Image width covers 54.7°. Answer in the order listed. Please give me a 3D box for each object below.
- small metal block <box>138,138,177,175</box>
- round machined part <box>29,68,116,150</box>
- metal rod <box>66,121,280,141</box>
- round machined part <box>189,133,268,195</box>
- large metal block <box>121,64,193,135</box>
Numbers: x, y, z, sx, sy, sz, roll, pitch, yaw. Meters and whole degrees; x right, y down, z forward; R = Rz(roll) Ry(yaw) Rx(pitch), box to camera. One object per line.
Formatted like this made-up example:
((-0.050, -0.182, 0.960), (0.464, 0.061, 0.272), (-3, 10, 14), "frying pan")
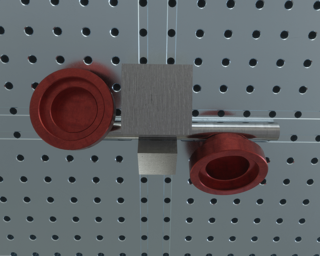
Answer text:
((-0.003, 0.039, 0.417), (0.050, 0.025, 0.050), (1, 139, -1), "small metal block")
((-0.103, -0.021, 0.382), (0.099, 0.042, 0.097), (0, 84, -1), "round machined part")
((0.006, 0.003, 0.415), (0.302, 0.025, 0.025), (0, 110, -1), "metal rod")
((0.087, 0.044, 0.408), (0.099, 0.042, 0.097), (0, 136, 0), "round machined part")
((-0.004, -0.033, 0.376), (0.081, 0.050, 0.079), (1, 92, -1), "large metal block")
